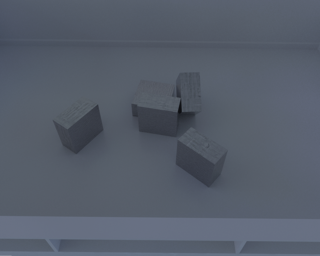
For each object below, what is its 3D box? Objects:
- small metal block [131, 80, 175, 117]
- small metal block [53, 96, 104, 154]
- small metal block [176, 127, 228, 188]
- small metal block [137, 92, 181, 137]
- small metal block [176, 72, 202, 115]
[{"bbox_3d":[-0.009,-0.039,0.438,0.050,0.025,0.050,10,50,7],"label":"small metal block"},{"bbox_3d":[-0.101,-0.004,0.391,0.025,0.050,0.050,29,56,22],"label":"small metal block"},{"bbox_3d":[0.047,0.034,0.361,0.050,0.050,0.025,34,58,25],"label":"small metal block"},{"bbox_3d":[-0.001,-0.016,0.403,0.050,0.050,0.025,9,51,7],"label":"small metal block"},{"bbox_3d":[0.037,-0.044,0.413,0.025,0.050,0.050,-3,87,-3],"label":"small metal block"}]
